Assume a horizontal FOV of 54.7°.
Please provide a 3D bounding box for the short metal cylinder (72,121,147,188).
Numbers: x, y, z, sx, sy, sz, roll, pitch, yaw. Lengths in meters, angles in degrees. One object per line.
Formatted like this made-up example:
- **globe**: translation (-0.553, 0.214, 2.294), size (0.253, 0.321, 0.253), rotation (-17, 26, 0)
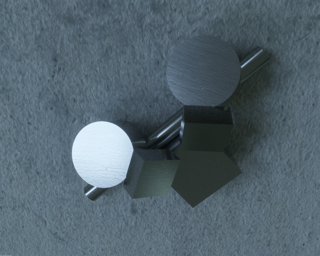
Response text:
- **short metal cylinder**: translation (-0.062, 0.031, 0.393), size (0.080, 0.050, 0.079), rotation (0, 92, 15)

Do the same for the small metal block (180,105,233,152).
- **small metal block**: translation (0.050, 0.002, 0.346), size (0.050, 0.025, 0.050), rotation (2, 141, -1)

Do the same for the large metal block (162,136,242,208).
- **large metal block**: translation (0.047, 0.045, 0.413), size (0.080, 0.050, 0.080), rotation (-40, 106, 13)

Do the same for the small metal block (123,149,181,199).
- **small metal block**: translation (-0.010, 0.053, 0.364), size (0.050, 0.025, 0.050), rotation (3, 114, -36)

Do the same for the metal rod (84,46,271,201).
- **metal rod**: translation (0.014, 0.002, 0.411), size (0.300, 0.025, 0.025), rotation (-39, 106, 13)

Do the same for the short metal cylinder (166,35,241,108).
- **short metal cylinder**: translation (0.053, -0.062, 0.360), size (0.080, 0.050, 0.079), rotation (0, 92, 15)
